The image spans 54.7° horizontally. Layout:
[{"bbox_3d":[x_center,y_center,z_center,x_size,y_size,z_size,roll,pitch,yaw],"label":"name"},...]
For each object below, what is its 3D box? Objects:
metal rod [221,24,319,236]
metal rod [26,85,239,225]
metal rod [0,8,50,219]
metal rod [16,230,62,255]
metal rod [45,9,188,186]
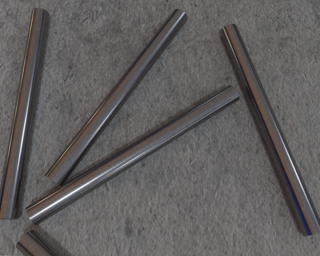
[{"bbox_3d":[0.142,-0.012,0.414,0.025,0.025,0.299,-14,71,-6],"label":"metal rod"},{"bbox_3d":[-0.026,0.028,0.397,0.301,0.025,0.025,-31,73,-11],"label":"metal rod"},{"bbox_3d":[-0.181,-0.033,0.417,0.025,0.025,0.299,0,70,0],"label":"metal rod"},{"bbox_3d":[-0.037,0.215,0.329,0.300,0.025,0.025,36,74,12],"label":"metal rod"},{"bbox_3d":[-0.050,-0.053,0.426,0.025,0.025,0.300,31,73,10],"label":"metal rod"}]
